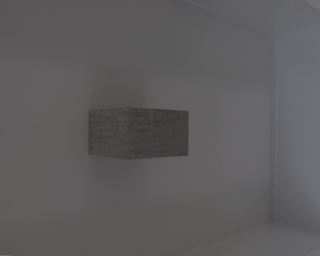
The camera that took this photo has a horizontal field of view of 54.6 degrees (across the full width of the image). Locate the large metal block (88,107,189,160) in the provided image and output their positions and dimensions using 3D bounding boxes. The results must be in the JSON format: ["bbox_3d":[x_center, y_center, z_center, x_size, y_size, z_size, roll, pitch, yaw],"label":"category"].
[{"bbox_3d":[-0.025,0.005,0.349,0.081,0.080,0.050,1,90,-40],"label":"large metal block"}]
